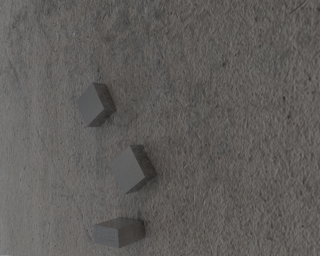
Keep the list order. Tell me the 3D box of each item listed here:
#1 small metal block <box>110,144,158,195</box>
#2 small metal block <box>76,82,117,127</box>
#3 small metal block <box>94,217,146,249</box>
[{"bbox_3d":[-0.038,0.058,0.437,0.050,0.025,0.050,-43,64,31],"label":"small metal block"},{"bbox_3d":[-0.101,-0.036,0.489,0.050,0.025,0.050,-40,66,33],"label":"small metal block"},{"bbox_3d":[-0.057,0.146,0.436,0.050,0.050,0.025,-7,86,40],"label":"small metal block"}]
